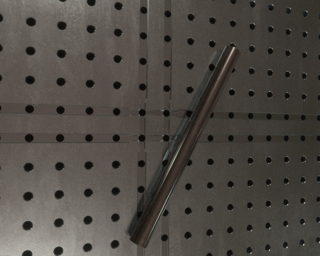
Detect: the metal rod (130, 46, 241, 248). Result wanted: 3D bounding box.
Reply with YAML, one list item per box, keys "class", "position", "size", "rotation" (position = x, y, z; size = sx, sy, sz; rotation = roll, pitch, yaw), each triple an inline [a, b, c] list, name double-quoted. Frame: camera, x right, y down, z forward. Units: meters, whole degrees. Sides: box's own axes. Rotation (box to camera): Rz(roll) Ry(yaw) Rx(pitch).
- class: "metal rod"
  position: [0.039, 0.019, 0.428]
  size: [0.025, 0.025, 0.299]
  rotation: [30, 80, -18]
